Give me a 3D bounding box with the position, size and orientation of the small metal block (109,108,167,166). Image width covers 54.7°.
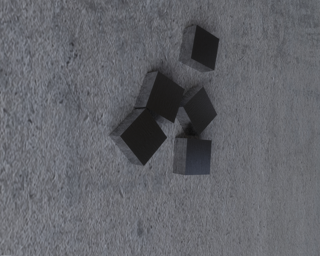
[{"bbox_3d":[-0.026,0.011,0.383,0.050,0.025,0.050,-50,120,-28],"label":"small metal block"}]

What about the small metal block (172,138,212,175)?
[{"bbox_3d":[0.046,0.041,0.443,0.050,0.025,0.050,6,86,-40],"label":"small metal block"}]

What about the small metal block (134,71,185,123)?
[{"bbox_3d":[0.000,-0.039,0.404,0.050,0.025,0.050,29,72,-36],"label":"small metal block"}]

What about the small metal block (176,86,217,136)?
[{"bbox_3d":[0.050,-0.024,0.446,0.050,0.025,0.050,-45,117,-30],"label":"small metal block"}]

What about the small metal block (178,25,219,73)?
[{"bbox_3d":[0.057,-0.114,0.452,0.050,0.025,0.050,17,80,-39],"label":"small metal block"}]
